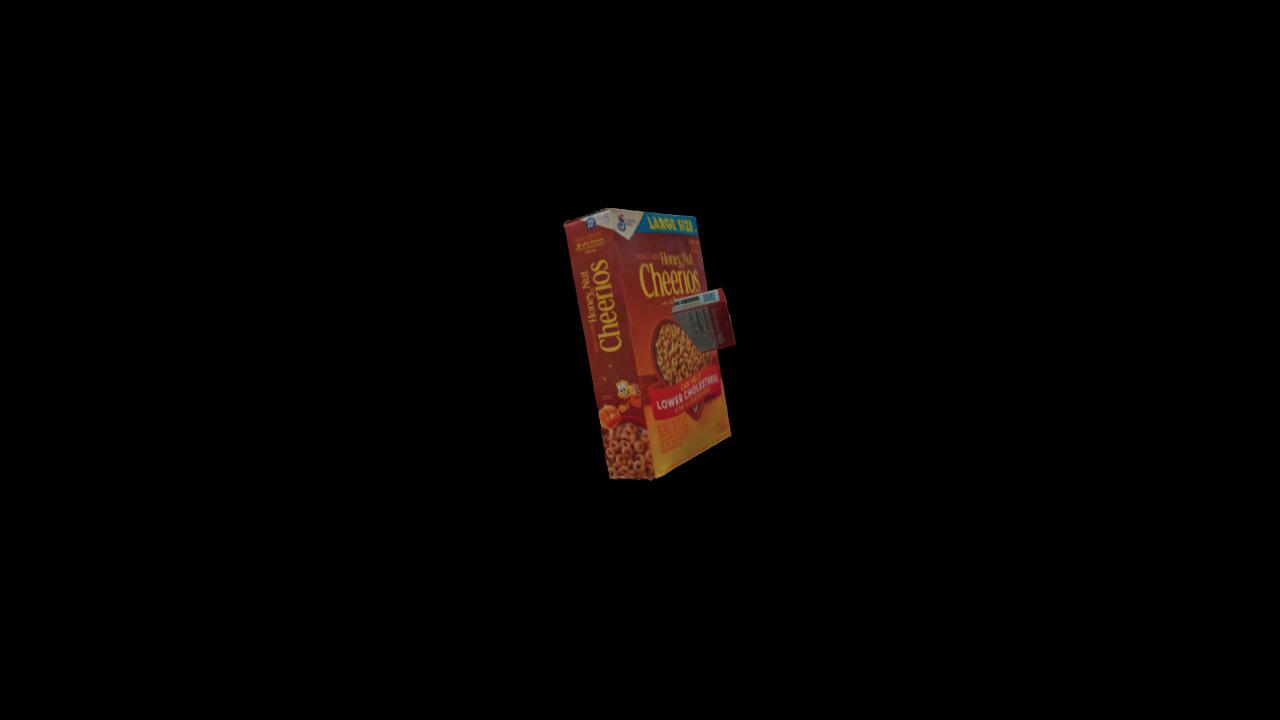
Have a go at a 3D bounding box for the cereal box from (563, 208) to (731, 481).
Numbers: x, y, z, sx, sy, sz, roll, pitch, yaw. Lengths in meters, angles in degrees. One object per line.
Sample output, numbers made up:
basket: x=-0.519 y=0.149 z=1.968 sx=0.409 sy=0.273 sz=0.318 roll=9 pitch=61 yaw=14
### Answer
cereal box: x=0.019 y=-0.028 z=0.763 sx=0.081 sy=0.306 sz=0.203 roll=-7 pitch=4 yaw=33

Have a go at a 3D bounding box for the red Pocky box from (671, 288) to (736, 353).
red Pocky box: x=0.036 y=-0.035 z=0.762 sx=0.155 sy=0.028 sz=0.083 roll=-13 pitch=-44 yaw=8
